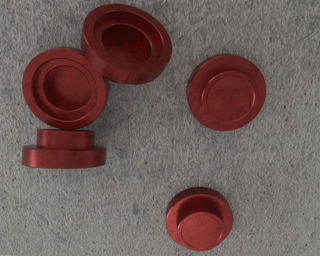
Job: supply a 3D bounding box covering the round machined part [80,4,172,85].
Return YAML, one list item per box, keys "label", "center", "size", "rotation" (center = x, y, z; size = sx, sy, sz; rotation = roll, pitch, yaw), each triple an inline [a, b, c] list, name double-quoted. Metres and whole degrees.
- label: "round machined part"
  center: [-0.039, -0.088, 0.348]
  size: [0.098, 0.098, 0.042]
  rotation: [25, 145, -9]

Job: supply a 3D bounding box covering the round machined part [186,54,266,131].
- label: "round machined part"
  center: [0.083, -0.041, 0.386]
  size: [0.099, 0.042, 0.097]
  rotation: [0, 110, 0]

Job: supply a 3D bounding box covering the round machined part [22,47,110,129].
- label: "round machined part"
  center: [-0.111, -0.050, 0.381]
  size: [0.099, 0.042, 0.097]
  rotation: [0, 110, 0]

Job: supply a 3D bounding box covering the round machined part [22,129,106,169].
- label: "round machined part"
  center: [-0.116, 0.023, 0.382]
  size: [0.099, 0.098, 0.042]
  rotation: [2, 90, -1]

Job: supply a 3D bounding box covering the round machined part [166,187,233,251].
- label: "round machined part"
  center: [0.058, 0.139, 0.452]
  size: [0.099, 0.042, 0.097]
  rotation: [0, 110, 0]
